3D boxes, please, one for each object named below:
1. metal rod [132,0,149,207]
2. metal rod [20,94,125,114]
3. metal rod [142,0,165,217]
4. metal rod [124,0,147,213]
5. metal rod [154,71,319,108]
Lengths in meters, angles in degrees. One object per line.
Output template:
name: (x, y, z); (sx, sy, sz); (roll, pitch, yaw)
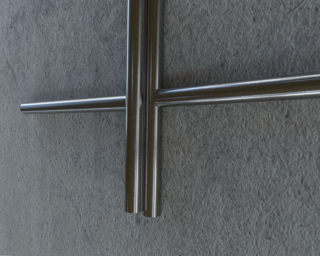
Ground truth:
metal rod: (-0.028, -0.039, 0.428); (0.025, 0.025, 0.298); (2, 91, 39)
metal rod: (-0.154, -0.038, 0.530); (0.300, 0.025, 0.025); (1, 91, 39)
metal rod: (-0.009, -0.033, 0.413); (0.025, 0.025, 0.298); (2, 91, 39)
metal rod: (-0.032, -0.041, 0.405); (0.025, 0.025, 0.298); (2, 91, 39)
metal rod: (0.117, -0.040, 0.309); (0.300, 0.025, 0.025); (0, 90, 39)
